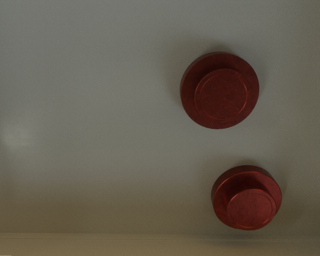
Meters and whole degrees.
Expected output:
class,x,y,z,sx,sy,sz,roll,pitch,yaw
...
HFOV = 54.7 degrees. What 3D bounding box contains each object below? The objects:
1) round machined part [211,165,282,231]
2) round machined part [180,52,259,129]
class,x,y,z,sx,sy,sz,roll,pitch,yaw
round machined part,0.125,0.106,0.442,0.099,0.042,0.097,0,110,0
round machined part,0.075,-0.043,0.387,0.099,0.042,0.097,0,110,0
